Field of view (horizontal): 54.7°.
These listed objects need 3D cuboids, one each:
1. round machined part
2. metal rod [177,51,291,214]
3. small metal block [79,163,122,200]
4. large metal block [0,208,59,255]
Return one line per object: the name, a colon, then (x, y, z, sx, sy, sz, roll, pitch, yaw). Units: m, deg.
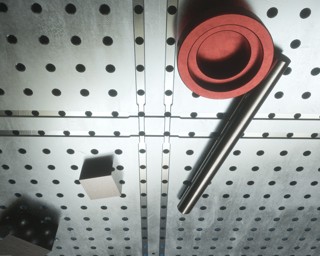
round machined part: (0.066, -0.082, 0.332, 0.099, 0.042, 0.097, -1, 130, 0)
metal rod: (0.088, 0.028, 0.437, 0.025, 0.025, 0.298, 14, 129, -12)
small metal block: (-0.091, 0.084, 0.482, 0.050, 0.025, 0.050, -10, 130, 7)
large metal block: (-0.248, 0.201, 0.563, 0.080, 0.050, 0.080, -38, 121, 27)
